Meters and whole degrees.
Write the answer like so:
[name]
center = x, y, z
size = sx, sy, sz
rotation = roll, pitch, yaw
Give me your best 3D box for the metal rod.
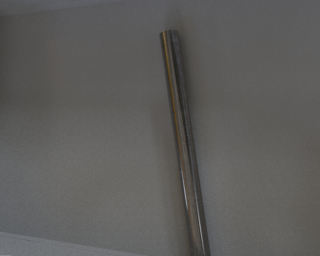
[metal rod]
center = 0.032, 0.024, 0.398
size = 0.025, 0.025, 0.298
rotation = -9, 87, 19
